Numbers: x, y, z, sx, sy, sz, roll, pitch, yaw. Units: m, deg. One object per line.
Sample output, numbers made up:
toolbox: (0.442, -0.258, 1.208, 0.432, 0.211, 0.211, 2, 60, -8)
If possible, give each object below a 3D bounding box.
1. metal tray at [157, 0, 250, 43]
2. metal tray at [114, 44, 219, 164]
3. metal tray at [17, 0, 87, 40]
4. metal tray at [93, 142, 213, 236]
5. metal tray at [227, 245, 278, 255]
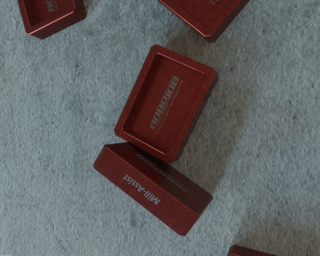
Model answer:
metal tray: (0.045, -0.183, 0.389, 0.130, 0.030, 0.090, 44, 103, 14)
metal tray: (0.007, -0.031, 0.403, 0.090, 0.030, 0.129, 28, 99, 17)
metal tray: (-0.171, -0.211, 0.464, 0.090, 0.030, 0.129, -18, 84, 18)
metal tray: (-0.005, 0.066, 0.375, 0.130, 0.090, 0.030, 34, 101, 16)
metal tray: (0.139, 0.199, 0.357, 0.130, 0.030, 0.089, 8, 93, 19)
